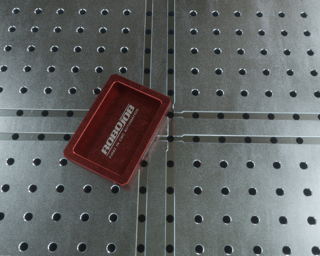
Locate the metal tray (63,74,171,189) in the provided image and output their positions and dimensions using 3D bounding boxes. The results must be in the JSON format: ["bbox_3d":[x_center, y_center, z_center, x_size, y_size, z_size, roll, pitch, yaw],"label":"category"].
[{"bbox_3d":[-0.053,0.002,0.408,0.090,0.030,0.130,25,72,9],"label":"metal tray"}]
